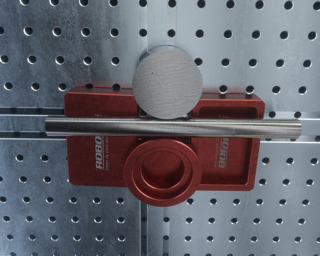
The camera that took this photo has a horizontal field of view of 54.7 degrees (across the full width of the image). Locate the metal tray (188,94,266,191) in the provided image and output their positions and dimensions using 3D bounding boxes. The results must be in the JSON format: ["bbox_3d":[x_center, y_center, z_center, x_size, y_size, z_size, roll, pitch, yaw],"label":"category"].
[{"bbox_3d":[0.084,0.021,0.415,0.091,0.030,0.129,1,110,-1],"label":"metal tray"}]

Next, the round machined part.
[{"bbox_3d":[0.004,0.051,0.409,0.099,0.042,0.097,0,110,0],"label":"round machined part"}]

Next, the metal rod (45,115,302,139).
[{"bbox_3d":[0.017,-0.001,0.377,0.302,0.025,0.025,1,110,-1],"label":"metal rod"}]

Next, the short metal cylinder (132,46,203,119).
[{"bbox_3d":[0.009,-0.056,0.375,0.081,0.050,0.079,0,110,0],"label":"short metal cylinder"}]

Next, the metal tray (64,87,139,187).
[{"bbox_3d":[-0.074,0.014,0.410,0.091,0.030,0.129,2,110,-1],"label":"metal tray"}]
